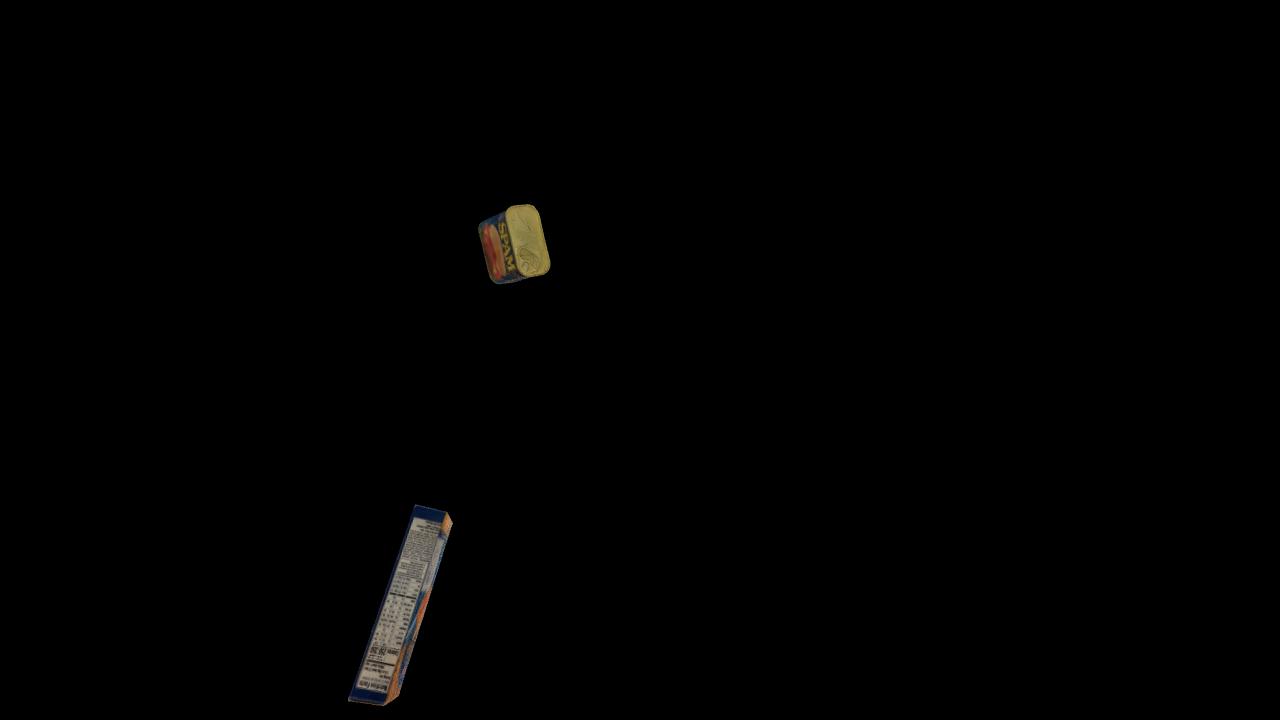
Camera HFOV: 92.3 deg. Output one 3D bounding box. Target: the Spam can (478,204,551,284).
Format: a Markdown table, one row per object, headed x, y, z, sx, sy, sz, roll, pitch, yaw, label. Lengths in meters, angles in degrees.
| x | y | z | sx | sy | sz | roll | pitch | yaw | label |
| --- | --- | --- | --- | --- | --- | --- | --- | --- | --- |
| -0.184 | -0.165 | 0.892 | 0.058 | 0.101 | 0.085 | -17 | 9 | -42 | Spam can |

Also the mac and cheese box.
| x | y | z | sx | sy | sz | roll | pitch | yaw | label |
| --- | --- | --- | --- | --- | --- | --- | --- | --- | --- |
| -0.245 | 0.252 | 0.645 | 0.041 | 0.184 | 0.093 | 15 | -25 | -8 | mac and cheese box |
